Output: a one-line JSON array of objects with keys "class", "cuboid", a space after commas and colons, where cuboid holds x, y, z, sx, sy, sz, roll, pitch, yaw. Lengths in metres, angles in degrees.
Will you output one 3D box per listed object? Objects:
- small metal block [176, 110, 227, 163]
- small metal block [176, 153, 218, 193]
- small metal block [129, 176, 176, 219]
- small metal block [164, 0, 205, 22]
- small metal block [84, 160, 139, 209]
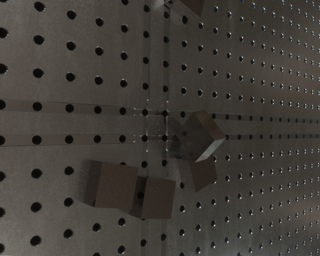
[{"class": "small metal block", "cuboid": [0.056, 0.011, 0.429, 0.025, 0.050, 0.050, -10, 57, -40]}, {"class": "small metal block", "cuboid": [0.055, 0.061, 0.458, 0.050, 0.025, 0.050, -22, 104, -38]}, {"class": "small metal block", "cuboid": [-0.009, 0.091, 0.404, 0.050, 0.025, 0.050, 14, 81, -39]}, {"class": "small metal block", "cuboid": [0.038, -0.190, 0.443, 0.050, 0.025, 0.050, 23, 76, -38]}, {"class": "small metal block", "cuboid": [-0.056, 0.067, 0.364, 0.050, 0.025, 0.050, 15, 80, -39]}]
